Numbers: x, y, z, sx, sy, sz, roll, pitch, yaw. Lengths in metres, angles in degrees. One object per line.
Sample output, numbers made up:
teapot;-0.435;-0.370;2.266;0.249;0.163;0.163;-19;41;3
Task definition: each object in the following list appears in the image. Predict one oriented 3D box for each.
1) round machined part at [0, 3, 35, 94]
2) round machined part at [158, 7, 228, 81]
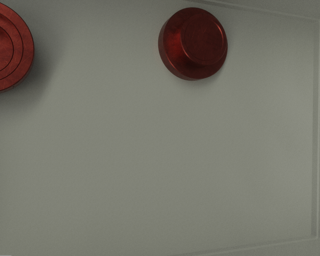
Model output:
round machined part;-0.187;-0.084;0.332;0.099;0.042;0.097;0;90;-21
round machined part;0.051;-0.116;0.421;0.099;0.042;0.097;0;90;-21
